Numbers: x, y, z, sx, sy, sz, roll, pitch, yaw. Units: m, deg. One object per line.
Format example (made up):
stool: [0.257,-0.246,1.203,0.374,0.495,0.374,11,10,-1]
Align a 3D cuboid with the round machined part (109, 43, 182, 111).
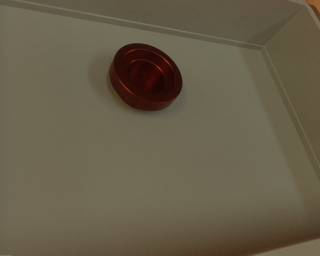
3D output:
round machined part: [-0.022,-0.065,0.424,0.099,0.042,0.098,14,56,-21]
